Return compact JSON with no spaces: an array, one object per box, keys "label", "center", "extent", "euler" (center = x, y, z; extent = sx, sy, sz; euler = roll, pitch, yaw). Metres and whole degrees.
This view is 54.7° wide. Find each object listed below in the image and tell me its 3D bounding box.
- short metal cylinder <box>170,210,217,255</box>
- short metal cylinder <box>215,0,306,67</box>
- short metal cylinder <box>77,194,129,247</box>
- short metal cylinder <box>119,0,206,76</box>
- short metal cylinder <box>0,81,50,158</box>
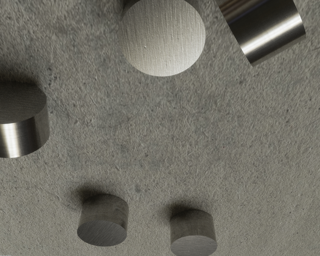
[{"label":"short metal cylinder","center":[0.059,0.190,0.553],"extent":[0.081,0.050,0.079],"euler":[0,130,0]},{"label":"short metal cylinder","center":[0.090,-0.103,0.284],"extent":[0.050,0.080,0.080],"euler":[-28,125,22]},{"label":"short metal cylinder","center":[-0.094,0.157,0.523],"extent":[0.081,0.050,0.079],"euler":[0,130,0]},{"label":"short metal cylinder","center":[0.002,-0.099,0.307],"extent":[0.081,0.050,0.079],"euler":[0,130,0]},{"label":"short metal cylinder","center":[-0.172,-0.011,0.360],"extent":[0.081,0.080,0.050],"euler":[6,130,-6]}]
